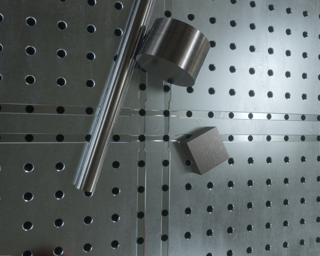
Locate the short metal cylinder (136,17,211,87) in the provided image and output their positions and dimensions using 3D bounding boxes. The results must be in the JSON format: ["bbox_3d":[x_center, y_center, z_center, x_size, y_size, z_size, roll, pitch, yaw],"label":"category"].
[{"bbox_3d":[0.017,-0.093,0.390,0.080,0.080,0.050,27,81,-19],"label":"short metal cylinder"}]

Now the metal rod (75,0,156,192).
[{"bbox_3d":[-0.049,-0.067,0.395,0.025,0.025,0.299,19,84,-20],"label":"metal rod"}]

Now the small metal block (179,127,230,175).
[{"bbox_3d":[0.063,0.031,0.437,0.050,0.025,0.050,-28,100,-18],"label":"small metal block"}]
